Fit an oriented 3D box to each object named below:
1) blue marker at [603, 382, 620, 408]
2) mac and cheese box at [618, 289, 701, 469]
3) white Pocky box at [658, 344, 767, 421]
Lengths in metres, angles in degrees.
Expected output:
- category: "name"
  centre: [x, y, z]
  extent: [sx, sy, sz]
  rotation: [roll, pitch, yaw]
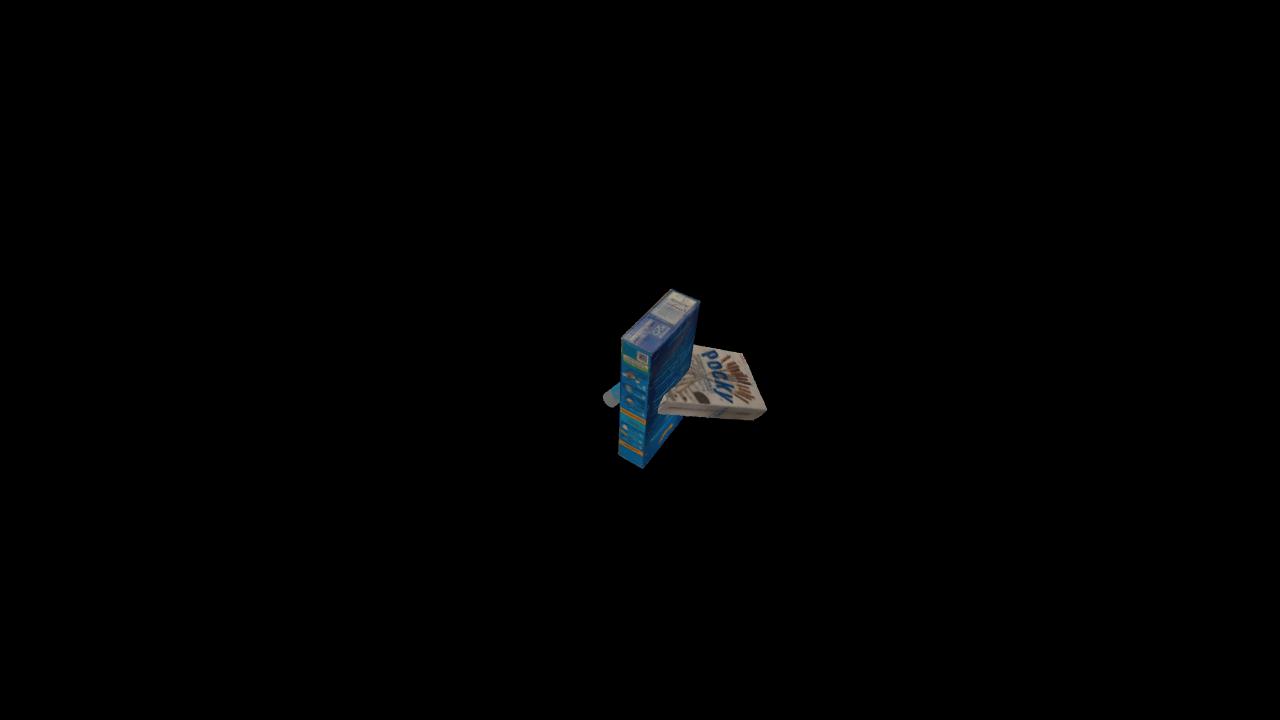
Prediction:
- category: "blue marker"
  centre: [0.006, 0.014, 0.665]
  extent: [0.121, 0.020, 0.020]
  rotation: [-38, -21, 29]
- category: "mac and cheese box"
  centre: [0.017, 0.024, 0.642]
  extent: [0.041, 0.184, 0.093]
  rotation: [26, 50, 20]
- category: "white Pocky box"
  centre: [0.069, 0.023, 0.686]
  extent: [0.154, 0.084, 0.028]
  rotation: [8, -39, -37]
